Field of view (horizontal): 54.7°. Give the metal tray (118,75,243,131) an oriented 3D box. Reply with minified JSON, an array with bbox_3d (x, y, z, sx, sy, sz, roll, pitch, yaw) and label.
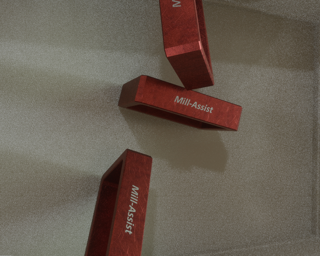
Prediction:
[{"bbox_3d":[0.022,-0.027,0.385,0.131,0.090,0.030,15,85,-20],"label":"metal tray"}]

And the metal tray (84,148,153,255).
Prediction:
[{"bbox_3d":[-0.047,0.098,0.331,0.030,0.090,0.130,20,53,-19],"label":"metal tray"}]

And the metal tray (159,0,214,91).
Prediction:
[{"bbox_3d":[0.026,-0.114,0.310,0.030,0.090,0.129,-10,73,15],"label":"metal tray"}]
